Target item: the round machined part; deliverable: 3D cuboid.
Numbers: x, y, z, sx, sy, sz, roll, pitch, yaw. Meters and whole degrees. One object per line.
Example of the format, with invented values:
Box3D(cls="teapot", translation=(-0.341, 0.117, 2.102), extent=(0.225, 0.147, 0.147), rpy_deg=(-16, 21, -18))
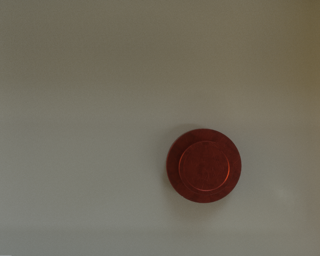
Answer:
Box3D(cls="round machined part", translation=(0.057, 0.050, 0.403), extent=(0.099, 0.042, 0.097), rpy_deg=(0, 90, 0))
